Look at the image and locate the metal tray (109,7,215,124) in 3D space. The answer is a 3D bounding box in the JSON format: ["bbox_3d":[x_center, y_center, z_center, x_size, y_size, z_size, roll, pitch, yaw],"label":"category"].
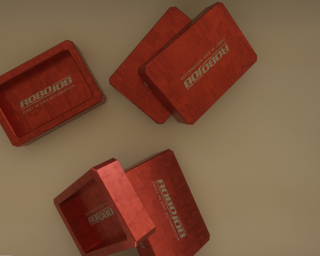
[{"bbox_3d":[0.009,-0.080,0.409,0.090,0.030,0.130,40,90,-1],"label":"metal tray"}]

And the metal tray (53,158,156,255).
[{"bbox_3d":[-0.071,0.100,0.361,0.030,0.129,0.090,-24,81,-45],"label":"metal tray"}]

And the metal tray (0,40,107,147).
[{"bbox_3d":[-0.149,-0.044,0.406,0.130,0.030,0.090,-29,90,-1],"label":"metal tray"}]

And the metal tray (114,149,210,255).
[{"bbox_3d":[0.002,0.102,0.382,0.091,0.030,0.129,-24,90,-44],"label":"metal tray"}]

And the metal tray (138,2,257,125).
[{"bbox_3d":[0.049,-0.078,0.383,0.130,0.030,0.090,-44,109,-12],"label":"metal tray"}]
